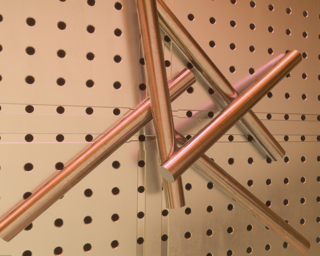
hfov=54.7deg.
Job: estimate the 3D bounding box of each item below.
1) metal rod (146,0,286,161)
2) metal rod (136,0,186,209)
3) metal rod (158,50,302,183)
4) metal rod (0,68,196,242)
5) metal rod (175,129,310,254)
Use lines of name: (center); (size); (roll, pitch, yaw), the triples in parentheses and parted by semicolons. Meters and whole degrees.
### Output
metal rod: (0.085, -0.063, 0.445); (0.025, 0.025, 0.300); (-47, 105, -14)
metal rod: (-0.002, -0.050, 0.385); (0.025, 0.025, 0.298); (-9, 91, -20)
metal rod: (0.111, -0.030, 0.424); (0.302, 0.025, 0.025); (-39, 103, -28)
metal rod: (-0.068, 0.023, 0.388); (0.301, 0.025, 0.025); (-41, 104, -16)
metal rod: (0.120, 0.099, 0.458); (0.301, 0.025, 0.025); (40, 77, -16)
